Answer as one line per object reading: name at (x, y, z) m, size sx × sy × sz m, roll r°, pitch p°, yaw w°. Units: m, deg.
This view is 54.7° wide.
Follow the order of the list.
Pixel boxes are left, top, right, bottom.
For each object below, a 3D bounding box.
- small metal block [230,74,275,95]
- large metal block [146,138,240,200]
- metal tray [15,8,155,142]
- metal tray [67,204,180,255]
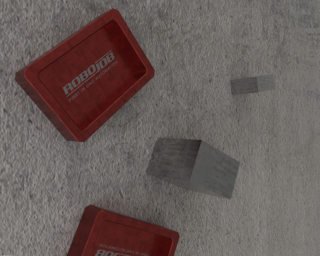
small metal block at (0.155, -0.073, 0.518) m, size 0.050 × 0.050 × 0.025 m, roll -14°, pitch 100°, yaw -39°
large metal block at (0.043, 0.052, 0.405) m, size 0.080 × 0.080 × 0.050 m, roll 29°, pitch 72°, yaw -36°
metal tray at (-0.074, -0.058, 0.339) m, size 0.131 × 0.030 × 0.090 m, roll -48°, pitch 119°, yaw -29°
metal tray at (-0.042, 0.152, 0.366) m, size 0.131 × 0.030 × 0.090 m, roll 30°, pitch 72°, yaw -36°
